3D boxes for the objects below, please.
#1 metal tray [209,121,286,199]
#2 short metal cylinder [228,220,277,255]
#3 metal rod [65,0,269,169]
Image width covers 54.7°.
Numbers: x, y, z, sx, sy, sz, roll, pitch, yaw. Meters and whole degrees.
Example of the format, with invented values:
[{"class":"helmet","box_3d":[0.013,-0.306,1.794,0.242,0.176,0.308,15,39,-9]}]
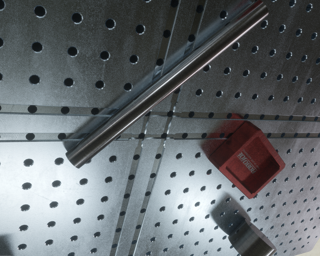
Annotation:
[{"class":"metal tray","box_3d":[0.152,0.058,0.526,0.090,0.030,0.130,-45,129,3]},{"class":"short metal cylinder","box_3d":[0.184,0.230,0.618,0.050,0.080,0.080,-48,129,6]},{"class":"metal rod","box_3d":[0.010,-0.055,0.382,0.300,0.025,0.025,-39,129,-2]}]
